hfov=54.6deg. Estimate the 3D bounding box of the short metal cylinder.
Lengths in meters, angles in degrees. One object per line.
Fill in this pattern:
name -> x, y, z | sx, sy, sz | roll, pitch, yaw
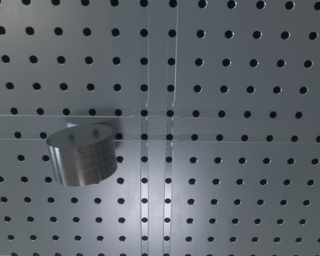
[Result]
short metal cylinder -> -0.098, 0.032, 0.395 | 0.080, 0.080, 0.050 | -5, 110, 2
